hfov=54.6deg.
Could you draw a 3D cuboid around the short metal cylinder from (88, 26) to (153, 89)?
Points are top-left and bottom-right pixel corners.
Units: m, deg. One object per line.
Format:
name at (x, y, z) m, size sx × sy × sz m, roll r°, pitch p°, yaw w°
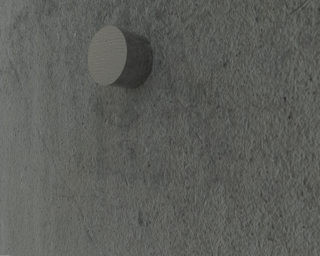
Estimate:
short metal cylinder at (-0.056, -0.097, 0.436) m, size 0.080 × 0.050 × 0.080 m, roll 0°, pitch 90°, yaw 40°
